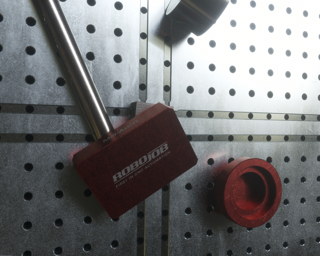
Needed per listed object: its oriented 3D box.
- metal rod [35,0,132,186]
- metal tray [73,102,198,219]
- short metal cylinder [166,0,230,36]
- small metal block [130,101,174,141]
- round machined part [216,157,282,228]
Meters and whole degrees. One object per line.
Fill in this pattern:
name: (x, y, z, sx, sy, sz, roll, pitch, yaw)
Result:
metal rod: (-0.098, -0.066, 0.376, 0.025, 0.025, 0.299, -25, 99, -19)
metal tray: (-0.027, 0.039, 0.381, 0.131, 0.030, 0.090, -33, 116, -11)
short metal cylinder: (0.051, -0.168, 0.403, 0.050, 0.080, 0.080, 30, 80, -18)
small metal block: (-0.013, -0.006, 0.409, 0.050, 0.025, 0.050, 7, 88, -20)
round machined part: (0.124, 0.090, 0.451, 0.099, 0.042, 0.097, 0, 90, -21)
